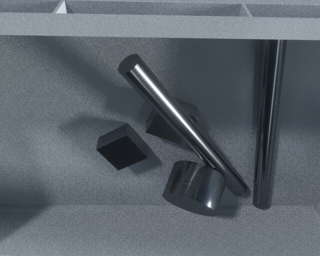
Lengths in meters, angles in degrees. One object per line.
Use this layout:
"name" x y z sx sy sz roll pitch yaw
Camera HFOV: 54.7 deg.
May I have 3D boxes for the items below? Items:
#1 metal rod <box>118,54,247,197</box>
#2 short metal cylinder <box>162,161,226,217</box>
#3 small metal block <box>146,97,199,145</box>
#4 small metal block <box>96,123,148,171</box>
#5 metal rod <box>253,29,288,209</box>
"metal rod" 0.049 0.018 0.395 0.025 0.025 0.300 -26 135 20
"short metal cylinder" 0.050 0.088 0.446 0.080 0.050 0.080 18 156 9
"small metal block" 0.015 -0.011 0.400 0.050 0.025 0.050 20 127 -17
"small metal block" -0.051 0.027 0.432 0.050 0.025 0.050 -25 126 19
"metal rod" 0.145 0.013 0.422 0.025 0.025 0.298 -7 130 5
